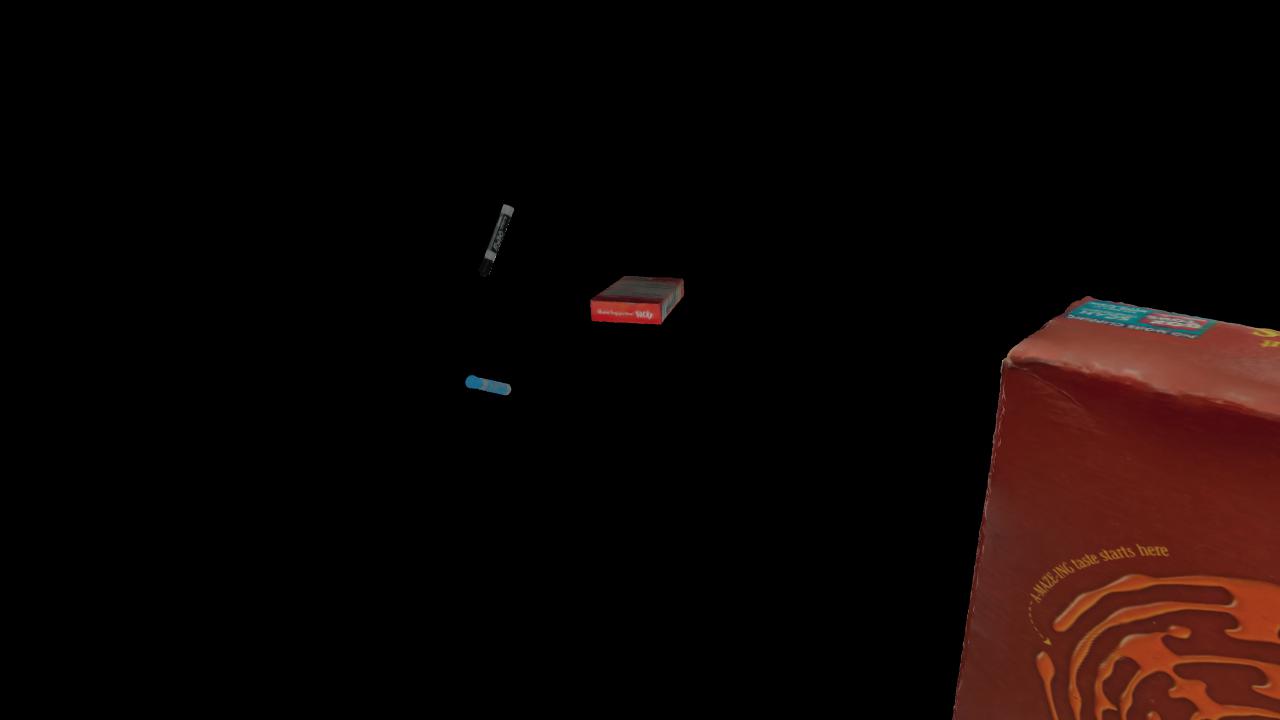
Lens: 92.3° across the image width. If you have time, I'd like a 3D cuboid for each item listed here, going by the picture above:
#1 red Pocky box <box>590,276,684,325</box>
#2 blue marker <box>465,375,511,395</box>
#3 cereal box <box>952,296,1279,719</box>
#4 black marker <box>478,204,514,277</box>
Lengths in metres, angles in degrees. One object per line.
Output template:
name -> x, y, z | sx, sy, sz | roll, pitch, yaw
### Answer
red Pocky box -> 0.000, -0.074, 0.742 | 0.083, 0.028, 0.155 | 5, 19, 12
blue marker -> -0.226, 0.039, 0.921 | 0.020, 0.020, 0.121 | 0, -8, 13
cereal box -> 0.227, 0.147, 0.214 | 0.081, 0.306, 0.203 | -21, 27, -32
black marker -> -0.232, -0.192, 0.993 | 0.020, 0.121, 0.020 | 20, -2, 1
